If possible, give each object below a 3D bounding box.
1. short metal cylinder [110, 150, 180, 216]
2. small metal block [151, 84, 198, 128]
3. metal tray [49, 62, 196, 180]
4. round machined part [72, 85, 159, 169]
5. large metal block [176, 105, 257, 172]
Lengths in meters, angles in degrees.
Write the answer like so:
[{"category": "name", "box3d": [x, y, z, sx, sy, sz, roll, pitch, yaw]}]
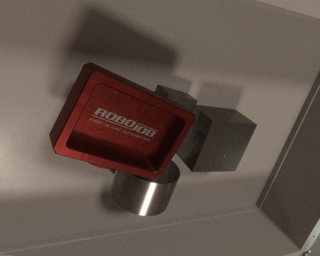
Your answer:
[{"category": "short metal cylinder", "box3d": [-0.020, 0.068, 0.406, 0.081, 0.080, 0.050, 5, 116, -31]}, {"category": "small metal block", "box3d": [0.013, -0.024, 0.403, 0.050, 0.025, 0.050, 12, 112, -34]}, {"category": "metal tray", "box3d": [-0.036, -0.001, 0.329, 0.131, 0.030, 0.090, 22, 104, -34]}, {"category": "round machined part", "box3d": [-0.055, -0.005, 0.364, 0.099, 0.042, 0.097, -12, 120, -21]}, {"category": "large metal block", "box3d": [0.080, 0.016, 0.448, 0.081, 0.050, 0.079, 4, 117, -31]}]
